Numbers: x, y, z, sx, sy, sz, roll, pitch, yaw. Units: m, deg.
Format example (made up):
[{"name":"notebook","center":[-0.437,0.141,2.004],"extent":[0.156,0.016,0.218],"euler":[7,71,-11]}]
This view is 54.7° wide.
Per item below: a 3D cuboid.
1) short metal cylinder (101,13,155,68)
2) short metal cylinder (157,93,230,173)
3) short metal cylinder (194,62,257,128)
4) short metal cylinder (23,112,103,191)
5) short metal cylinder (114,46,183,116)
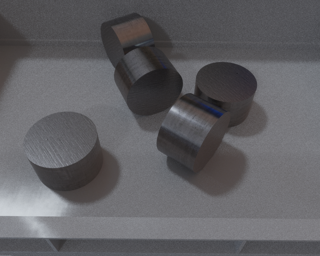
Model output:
[{"name":"short metal cylinder","center":[-0.050,-0.130,0.478],"extent":[0.050,0.080,0.080],"euler":[-27,55,-21]},{"name":"short metal cylinder","center":[0.040,0.005,0.365],"extent":[0.050,0.080,0.080],"euler":[30,56,22]},{"name":"short metal cylinder","center":[0.088,-0.047,0.429],"extent":[0.081,0.050,0.080],"euler":[0,50,0]},{"name":"short metal cylinder","center":[-0.111,0.027,0.365],"extent":[0.081,0.050,0.080],"euler":[0,50,0]},{"name":"short metal cylinder","center":[-0.016,-0.063,0.422],"extent":[0.081,0.080,0.050],"euler":[-19,53,-16]}]
